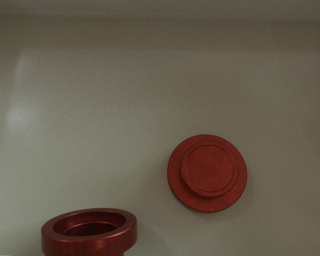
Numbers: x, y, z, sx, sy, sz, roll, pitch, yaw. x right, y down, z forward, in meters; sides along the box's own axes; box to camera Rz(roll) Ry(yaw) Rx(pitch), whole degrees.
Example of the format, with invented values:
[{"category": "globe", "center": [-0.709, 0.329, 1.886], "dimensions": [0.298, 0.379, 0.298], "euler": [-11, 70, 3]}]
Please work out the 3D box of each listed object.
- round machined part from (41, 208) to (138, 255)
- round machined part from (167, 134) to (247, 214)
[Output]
[{"category": "round machined part", "center": [-0.073, 0.121, 0.331], "dimensions": [0.099, 0.098, 0.042], "euler": [-2, 93, -1]}, {"category": "round machined part", "center": [0.058, 0.054, 0.381], "dimensions": [0.099, 0.042, 0.098], "euler": [0, 70, 0]}]
